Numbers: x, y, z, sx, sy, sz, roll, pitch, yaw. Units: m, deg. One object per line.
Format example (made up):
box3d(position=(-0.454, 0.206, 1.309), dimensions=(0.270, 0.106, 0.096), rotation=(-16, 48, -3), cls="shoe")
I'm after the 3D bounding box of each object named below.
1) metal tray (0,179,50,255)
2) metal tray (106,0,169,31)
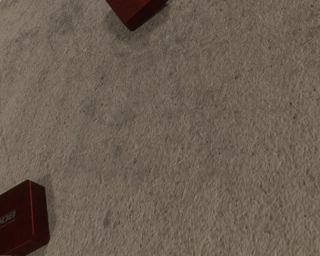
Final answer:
box3d(position=(-0.218, 0.140, 0.426), dimensions=(0.130, 0.030, 0.090), rotation=(-29, 52, 9), cls="metal tray")
box3d(position=(-0.054, -0.248, 0.554), dimensions=(0.090, 0.030, 0.130), rotation=(-39, 64, 10), cls="metal tray")
